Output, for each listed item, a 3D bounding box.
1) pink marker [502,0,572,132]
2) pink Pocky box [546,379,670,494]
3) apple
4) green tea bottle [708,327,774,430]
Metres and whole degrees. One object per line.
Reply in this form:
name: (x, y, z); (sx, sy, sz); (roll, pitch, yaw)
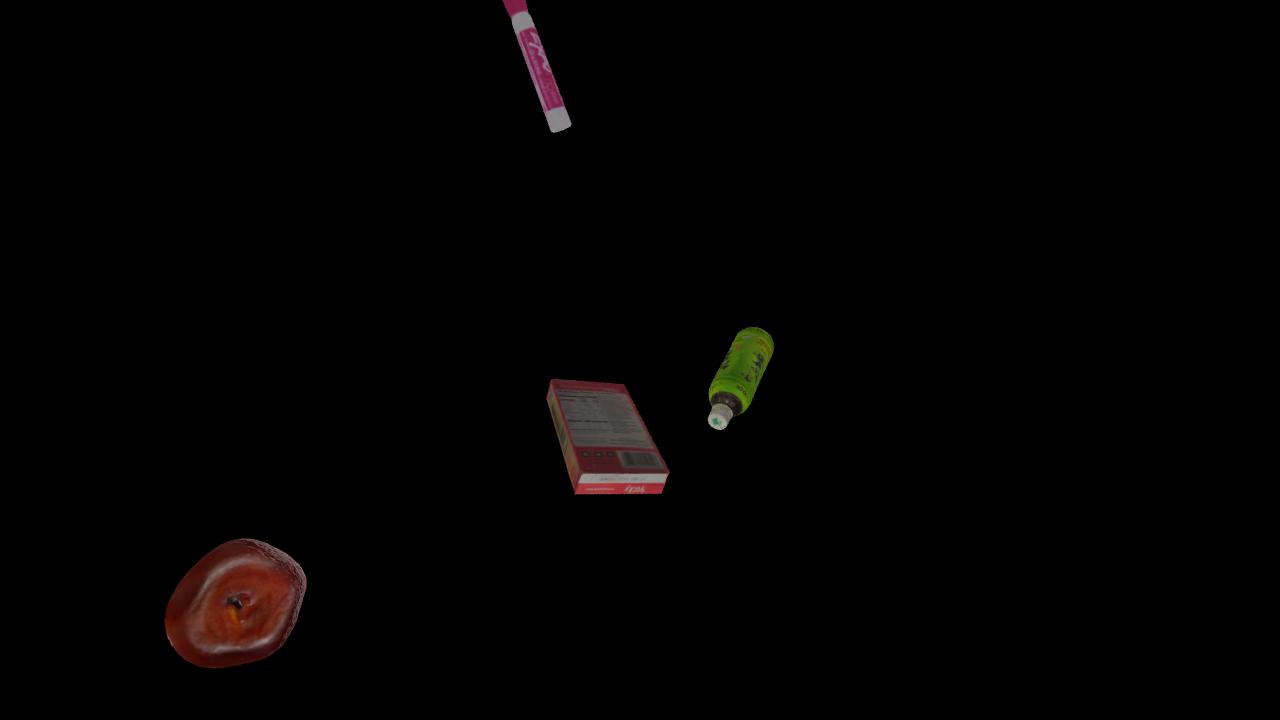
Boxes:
pink marker: (-0.087, -0.250, 0.507); (0.020, 0.121, 0.020); (-20, 11, 4)
pink Pocky box: (-0.036, 0.070, 0.595); (0.084, 0.029, 0.155); (5, 28, -22)
apple: (-0.264, 0.158, 0.404); (0.079, 0.079, 0.093); (0, -18, -34)
green tea bottle: (0.155, 0.031, 0.972); (0.073, 0.073, 0.212); (0, 37, 28)
